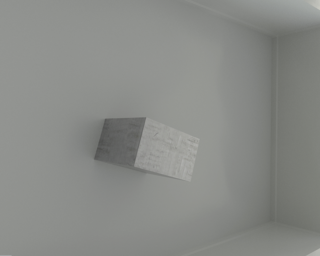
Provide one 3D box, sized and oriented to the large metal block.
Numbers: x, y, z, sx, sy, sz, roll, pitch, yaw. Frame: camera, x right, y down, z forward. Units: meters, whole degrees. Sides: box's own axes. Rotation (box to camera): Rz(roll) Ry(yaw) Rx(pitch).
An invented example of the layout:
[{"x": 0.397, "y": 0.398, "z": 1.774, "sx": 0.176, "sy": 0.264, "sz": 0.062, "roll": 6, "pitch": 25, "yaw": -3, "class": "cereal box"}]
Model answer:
[{"x": -0.015, "y": 0.025, "z": 0.357, "sx": 0.080, "sy": 0.080, "sz": 0.050, "roll": 22, "pitch": 77, "yaw": -38, "class": "large metal block"}]
